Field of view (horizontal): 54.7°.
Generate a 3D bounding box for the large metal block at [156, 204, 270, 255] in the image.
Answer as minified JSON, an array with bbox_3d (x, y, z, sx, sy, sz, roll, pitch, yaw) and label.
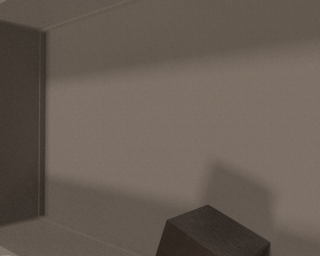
[{"bbox_3d":[0.055,0.130,0.324,0.080,0.081,0.050,26,106,37],"label":"large metal block"}]
